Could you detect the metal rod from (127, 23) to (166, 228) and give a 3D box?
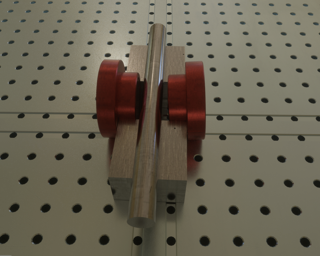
[{"bbox_3d":[-0.010,-0.031,0.369,0.025,0.025,0.300,2,50,2],"label":"metal rod"}]

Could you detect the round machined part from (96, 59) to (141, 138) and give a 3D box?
[{"bbox_3d":[-0.048,-0.036,0.389,0.042,0.097,0.098,1,50,1],"label":"round machined part"}]

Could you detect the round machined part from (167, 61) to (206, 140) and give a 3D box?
[{"bbox_3d":[0.033,-0.033,0.388,0.042,0.098,0.098,-2,50,5],"label":"round machined part"}]

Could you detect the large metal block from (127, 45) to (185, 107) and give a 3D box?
[{"bbox_3d":[-0.005,-0.076,0.455,0.080,0.050,0.080,2,50,1],"label":"large metal block"}]

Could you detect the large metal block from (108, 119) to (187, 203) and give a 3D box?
[{"bbox_3d":[-0.011,0.037,0.360,0.080,0.050,0.080,2,50,2],"label":"large metal block"}]
